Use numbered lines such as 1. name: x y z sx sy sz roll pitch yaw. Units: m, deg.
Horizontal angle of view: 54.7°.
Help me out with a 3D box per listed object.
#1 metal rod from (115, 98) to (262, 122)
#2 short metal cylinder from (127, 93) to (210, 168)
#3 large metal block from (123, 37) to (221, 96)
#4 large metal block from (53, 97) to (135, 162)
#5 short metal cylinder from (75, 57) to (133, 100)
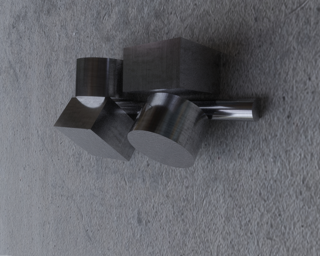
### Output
1. metal rod: -0.014 -0.025 0.420 0.300 0.025 0.025 3 92 39
2. short metal cylinder: 0.010 0.004 0.354 0.080 0.080 0.050 2 57 40
3. large metal block: 0.015 -0.065 0.358 0.080 0.081 0.050 2 92 40
4. large metal block: -0.084 0.001 0.432 0.080 0.080 0.050 4 58 39
5. short metal cylinder: -0.077 -0.067 0.434 0.080 0.081 0.050 5 93 40
